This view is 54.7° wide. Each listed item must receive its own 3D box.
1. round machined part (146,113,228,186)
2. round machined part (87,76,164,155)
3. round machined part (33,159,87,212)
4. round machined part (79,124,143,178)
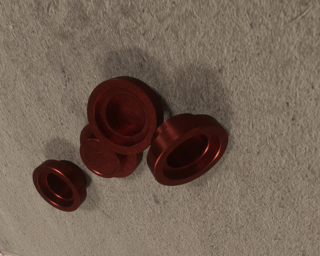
[{"bbox_3d":[0.028,0.021,0.370,0.042,0.099,0.097,56,140,39],"label":"round machined part"},{"bbox_3d":[-0.040,-0.018,0.397,0.098,0.042,0.097,8,111,21],"label":"round machined part"},{"bbox_3d":[-0.168,0.095,0.541,0.098,0.042,0.097,13,124,20],"label":"round machined part"},{"bbox_3d":[-0.078,0.035,0.457,0.098,0.042,0.097,13,124,20],"label":"round machined part"}]
